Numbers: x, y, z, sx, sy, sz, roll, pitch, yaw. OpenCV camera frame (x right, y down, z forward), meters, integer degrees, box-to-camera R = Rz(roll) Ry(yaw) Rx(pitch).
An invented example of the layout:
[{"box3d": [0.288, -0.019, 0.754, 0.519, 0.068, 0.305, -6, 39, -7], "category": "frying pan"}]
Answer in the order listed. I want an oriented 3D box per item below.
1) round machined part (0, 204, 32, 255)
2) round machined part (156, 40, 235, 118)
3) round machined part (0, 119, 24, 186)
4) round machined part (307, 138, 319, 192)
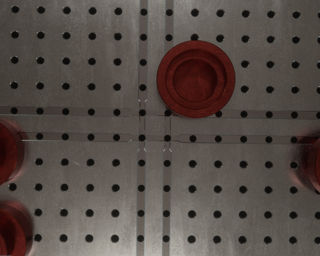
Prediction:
[{"box3d": [-0.224, 0.152, 0.402, 0.099, 0.042, 0.097, 0, 90, -1], "category": "round machined part"}, {"box3d": [0.045, -0.061, 0.405, 0.099, 0.042, 0.097, 0, 90, -1], "category": "round machined part"}, {"box3d": [-0.235, 0.034, 0.402, 0.099, 0.042, 0.097, 0, 90, -1], "category": "round machined part"}, {"box3d": [0.243, 0.049, 0.408, 0.099, 0.042, 0.097, 0, 90, -1], "category": "round machined part"}]
